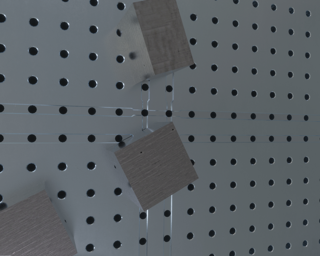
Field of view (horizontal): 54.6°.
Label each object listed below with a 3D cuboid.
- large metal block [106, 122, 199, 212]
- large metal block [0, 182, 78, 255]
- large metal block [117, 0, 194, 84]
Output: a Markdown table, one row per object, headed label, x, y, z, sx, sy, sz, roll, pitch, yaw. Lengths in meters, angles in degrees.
| label | x | y | z | sx | sy | sz | roll | pitch | yaw |
| --- | --- | --- | --- | --- | --- | --- | --- | --- | --- |
| large metal block | -0.010 | 0.045 | 0.395 | 0.080 | 0.050 | 0.080 | -28 | 99 | -18 |
| large metal block | -0.149 | 0.118 | 0.345 | 0.080 | 0.050 | 0.080 | -26 | 99 | -18 |
| large metal block | -0.008 | -0.104 | 0.380 | 0.050 | 0.080 | 0.080 | -19 | 97 | -19 |
